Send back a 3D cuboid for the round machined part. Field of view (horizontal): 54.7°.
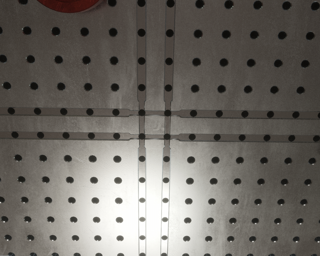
[{"bbox_3d":[-0.099,-0.177,0.338,0.099,0.042,0.097,0,110,-1],"label":"round machined part"}]
